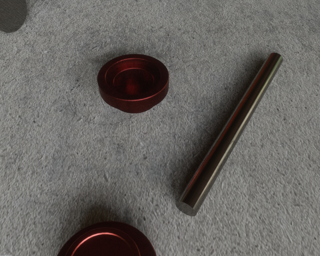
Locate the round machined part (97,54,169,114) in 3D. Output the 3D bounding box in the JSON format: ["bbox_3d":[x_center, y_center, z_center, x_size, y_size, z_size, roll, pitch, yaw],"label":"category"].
[{"bbox_3d":[-0.037,-0.059,0.441,0.099,0.042,0.098,0,50,0],"label":"round machined part"}]

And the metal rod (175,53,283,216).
[{"bbox_3d":[0.106,-0.012,0.413,0.025,0.025,0.301,25,54,19],"label":"metal rod"}]

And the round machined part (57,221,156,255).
[{"bbox_3d":[-0.050,0.131,0.282,0.099,0.042,0.098,0,50,0],"label":"round machined part"}]

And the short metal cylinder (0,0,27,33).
[{"bbox_3d":[-0.284,-0.214,0.545,0.050,0.080,0.080,19,53,15],"label":"short metal cylinder"}]
